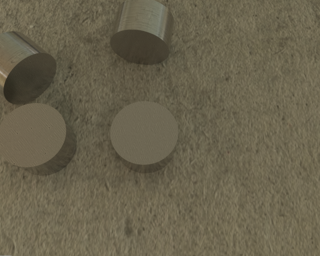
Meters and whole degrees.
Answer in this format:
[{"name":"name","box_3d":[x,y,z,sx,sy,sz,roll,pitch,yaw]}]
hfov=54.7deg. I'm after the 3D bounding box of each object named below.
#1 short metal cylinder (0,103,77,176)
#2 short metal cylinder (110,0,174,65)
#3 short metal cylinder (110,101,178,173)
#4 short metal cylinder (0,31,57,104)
[{"name":"short metal cylinder","box_3d":[-0.151,0.015,0.387,0.081,0.050,0.080,0,70,0]},{"name":"short metal cylinder","box_3d":[-0.024,-0.130,0.426,0.080,0.080,0.050,8,70,2]},{"name":"short metal cylinder","box_3d":[-0.019,0.013,0.390,0.081,0.050,0.080,0,70,0]},{"name":"short metal cylinder","box_3d":[-0.185,-0.078,0.405,0.050,0.080,0.080,38,74,12]}]
